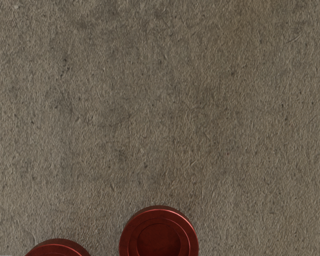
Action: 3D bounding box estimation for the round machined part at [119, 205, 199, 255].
[{"bbox_3d":[-0.001,0.148,0.401,0.099,0.042,0.097,0,90,0],"label":"round machined part"}]

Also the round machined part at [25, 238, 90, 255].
[{"bbox_3d":[-0.131,0.191,0.400,0.099,0.042,0.097,0,90,0],"label":"round machined part"}]
